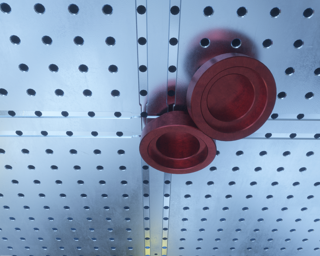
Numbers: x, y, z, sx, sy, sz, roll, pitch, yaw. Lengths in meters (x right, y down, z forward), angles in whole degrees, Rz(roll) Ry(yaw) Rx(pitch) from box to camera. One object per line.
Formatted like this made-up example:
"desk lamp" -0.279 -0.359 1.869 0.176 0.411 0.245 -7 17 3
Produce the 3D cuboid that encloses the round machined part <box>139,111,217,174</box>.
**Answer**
"round machined part" 0.024 0.016 0.409 0.098 0.042 0.097 2 136 3

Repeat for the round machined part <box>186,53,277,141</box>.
"round machined part" 0.078 -0.037 0.356 0.099 0.042 0.097 -4 114 -9
